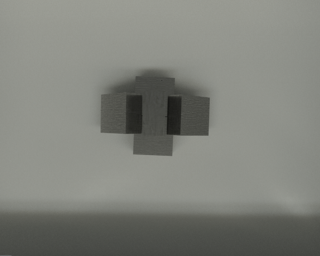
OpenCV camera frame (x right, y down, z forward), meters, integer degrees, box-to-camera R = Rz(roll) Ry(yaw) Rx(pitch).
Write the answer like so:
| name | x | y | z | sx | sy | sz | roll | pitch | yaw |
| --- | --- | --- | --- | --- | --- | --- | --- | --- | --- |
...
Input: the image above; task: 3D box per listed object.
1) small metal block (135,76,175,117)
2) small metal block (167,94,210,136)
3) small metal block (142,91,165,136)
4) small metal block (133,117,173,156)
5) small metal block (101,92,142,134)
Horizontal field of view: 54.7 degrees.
| name | x | y | z | sx | sy | sz | roll | pitch | yaw |
| --- | --- | --- | --- | --- | --- | --- | --- | --- | --- |
| small metal block | -0.007 | -0.040 | 0.409 | 0.050 | 0.025 | 0.050 | 3 | 90 | -1 |
| small metal block | 0.037 | -0.016 | 0.398 | 0.050 | 0.025 | 0.050 | 1 | 91 | -39 |
| small metal block | -0.007 | -0.016 | 0.371 | 0.025 | 0.050 | 0.050 | 1 | 90 | -1 |
| small metal block | -0.008 | 0.010 | 0.409 | 0.050 | 0.025 | 0.050 | 3 | 90 | 0 |
| small metal block | -0.050 | -0.018 | 0.395 | 0.050 | 0.025 | 0.050 | 1 | 90 | 43 |
